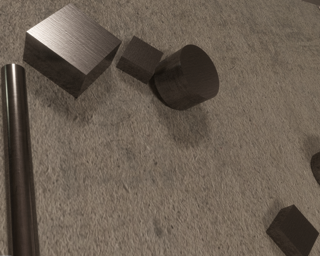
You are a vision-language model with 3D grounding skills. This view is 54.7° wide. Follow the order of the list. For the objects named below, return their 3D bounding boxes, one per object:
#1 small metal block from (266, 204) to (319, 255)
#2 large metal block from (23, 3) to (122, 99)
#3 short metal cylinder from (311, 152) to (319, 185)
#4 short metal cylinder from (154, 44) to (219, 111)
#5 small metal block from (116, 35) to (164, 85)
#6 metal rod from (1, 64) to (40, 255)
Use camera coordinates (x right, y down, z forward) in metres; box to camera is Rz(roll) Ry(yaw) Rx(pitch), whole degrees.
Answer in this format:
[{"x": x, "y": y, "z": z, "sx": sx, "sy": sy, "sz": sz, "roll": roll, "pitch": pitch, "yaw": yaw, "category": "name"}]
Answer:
[{"x": 0.179, "y": 0.141, "z": 0.417, "sx": 0.050, "sy": 0.025, "sz": 0.050, "roll": -35, "pitch": 82, "yaw": -39, "category": "small metal block"}, {"x": -0.109, "y": -0.098, "z": 0.390, "sx": 0.080, "sy": 0.050, "sz": 0.080, "roll": 36, "pitch": 51, "yaw": -5, "category": "large metal block"}, {"x": 0.300, "y": 0.068, "z": 0.512, "sx": 0.081, "sy": 0.050, "sz": 0.080, "roll": 14, "pitch": 56, "yaw": -21, "category": "short metal cylinder"}, {"x": 0.039, "y": -0.070, "z": 0.439, "sx": 0.080, "sy": 0.050, "sz": 0.080, "roll": 20, "pitch": 60, "yaw": -38, "category": "short metal cylinder"}, {"x": -0.029, "y": -0.099, "z": 0.450, "sx": 0.050, "sy": 0.025, "sz": 0.050, "roll": 29, "pitch": 52, "yaw": -10, "category": "small metal block"}, {"x": -0.131, "y": 0.066, "z": 0.292, "sx": 0.025, "sy": 0.025, "sz": 0.299, "roll": -1, "pitch": 62, "yaw": -29, "category": "metal rod"}]
